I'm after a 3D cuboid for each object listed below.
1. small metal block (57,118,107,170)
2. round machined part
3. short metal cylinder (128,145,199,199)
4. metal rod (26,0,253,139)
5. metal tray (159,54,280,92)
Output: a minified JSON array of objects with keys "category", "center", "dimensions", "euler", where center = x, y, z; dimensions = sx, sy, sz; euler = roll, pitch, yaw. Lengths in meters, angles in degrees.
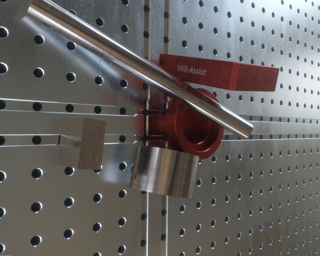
[{"category":"small metal block","center":[-0.083,0.016,0.325],"dimensions":[0.025,0.050,0.050],"euler":[10,84,-40]},{"category":"round machined part","center":[0.043,-0.006,0.437],"dimensions":[0.099,0.042,0.097],"euler":[0,91,-40]},{"category":"short metal cylinder","center":[0.005,0.054,0.379],"dimensions":[0.081,0.080,0.050],"euler":[17,79,-39]},{"category":"metal rod","center":[-0.003,-0.059,0.367],"dimensions":[0.301,0.025,0.025],"euler":[27,72,-24]},{"category":"metal tray","center":[0.071,-0.073,0.400],"dimensions":[0.091,0.130,0.030],"euler":[-5,108,-40]}]
